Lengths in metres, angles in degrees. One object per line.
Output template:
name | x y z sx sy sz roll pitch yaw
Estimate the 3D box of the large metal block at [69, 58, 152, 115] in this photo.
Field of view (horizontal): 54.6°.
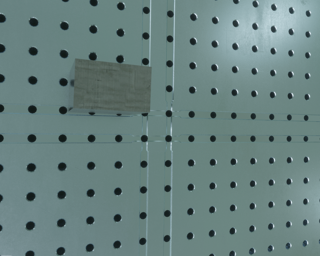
large metal block | -0.061 -0.043 0.361 0.081 0.080 0.050 2 90 -20
